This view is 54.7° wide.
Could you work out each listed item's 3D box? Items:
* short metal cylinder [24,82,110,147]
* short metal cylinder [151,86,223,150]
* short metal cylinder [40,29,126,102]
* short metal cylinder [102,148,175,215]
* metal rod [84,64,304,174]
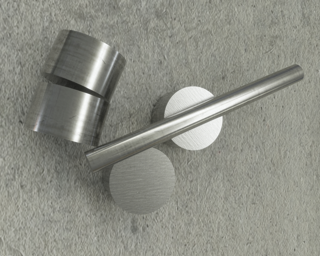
[{"bbox_3d":[-0.101,-0.014,0.343,0.081,0.080,0.050,17,85,-19],"label":"short metal cylinder"},{"bbox_3d":[0.034,-0.012,0.409,0.081,0.050,0.080,0,90,-20],"label":"short metal cylinder"},{"bbox_3d":[-0.085,-0.067,0.349,0.080,0.080,0.050,23,82,-19],"label":"short metal cylinder"},{"bbox_3d":[-0.028,0.061,0.386,0.081,0.050,0.080,0,90,-20],"label":"short metal cylinder"},{"bbox_3d":[0.056,-0.019,0.376,0.302,0.025,0.025,-23,98,-19],"label":"metal rod"}]
